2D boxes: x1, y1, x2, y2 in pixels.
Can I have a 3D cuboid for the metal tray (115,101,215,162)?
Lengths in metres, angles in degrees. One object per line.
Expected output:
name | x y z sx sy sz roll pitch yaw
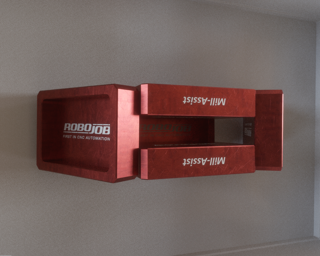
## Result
metal tray | 0.008 0.003 0.409 0.131 0.030 0.089 0 90 -21

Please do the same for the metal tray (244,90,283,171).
metal tray | 0.129 0.002 0.402 0.030 0.130 0.089 1 91 10

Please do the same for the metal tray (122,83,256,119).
metal tray | 0.030 -0.027 0.352 0.131 0.090 0.030 0 90 -20

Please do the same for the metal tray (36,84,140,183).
metal tray | -0.080 0.004 0.325 0.030 0.130 0.089 0 91 -52

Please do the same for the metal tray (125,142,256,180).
metal tray | 0.029 0.034 0.353 0.131 0.090 0.030 0 90 -21
